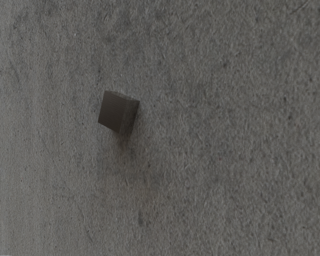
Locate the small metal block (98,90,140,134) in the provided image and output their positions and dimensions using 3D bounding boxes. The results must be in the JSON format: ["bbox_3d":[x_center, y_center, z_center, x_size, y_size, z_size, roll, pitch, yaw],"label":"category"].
[{"bbox_3d":[-0.062,-0.024,0.457,0.050,0.025,0.050,25,106,37],"label":"small metal block"}]
